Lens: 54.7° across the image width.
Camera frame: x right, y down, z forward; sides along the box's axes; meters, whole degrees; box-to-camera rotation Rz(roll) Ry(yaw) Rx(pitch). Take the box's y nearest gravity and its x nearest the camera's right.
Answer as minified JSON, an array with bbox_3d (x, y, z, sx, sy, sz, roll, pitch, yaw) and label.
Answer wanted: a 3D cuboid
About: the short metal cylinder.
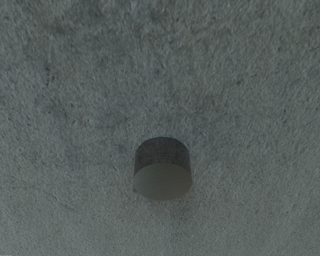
[{"bbox_3d":[0.004,0.059,0.441,0.081,0.050,0.079,0,130,0],"label":"short metal cylinder"}]
